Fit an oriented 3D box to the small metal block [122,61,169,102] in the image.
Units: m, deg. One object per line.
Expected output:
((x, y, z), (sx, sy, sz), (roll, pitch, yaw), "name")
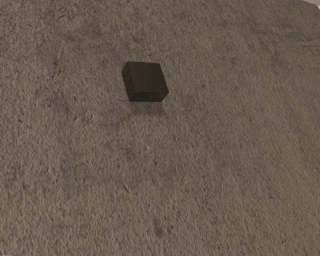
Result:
((-0.021, -0.064, 0.433), (0.050, 0.025, 0.050), (-3, 63, -30), "small metal block")
